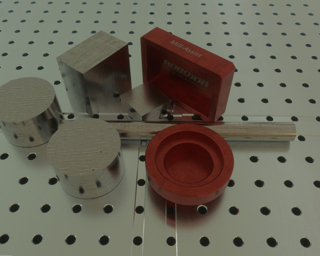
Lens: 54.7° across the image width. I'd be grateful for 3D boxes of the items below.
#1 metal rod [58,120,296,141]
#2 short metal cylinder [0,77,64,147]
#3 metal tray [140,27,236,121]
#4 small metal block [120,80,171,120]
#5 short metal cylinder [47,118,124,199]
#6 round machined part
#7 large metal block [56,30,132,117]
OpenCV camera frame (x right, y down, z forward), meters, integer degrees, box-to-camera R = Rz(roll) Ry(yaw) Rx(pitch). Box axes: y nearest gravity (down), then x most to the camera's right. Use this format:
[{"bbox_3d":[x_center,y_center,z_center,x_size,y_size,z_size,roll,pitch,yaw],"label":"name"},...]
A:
[{"bbox_3d":[0.022,0.003,0.405,0.302,0.025,0.025,1,50,0],"label":"metal rod"},{"bbox_3d":[-0.173,-0.022,0.408,0.080,0.050,0.080,0,50,0],"label":"short metal cylinder"},{"bbox_3d":[0.033,-0.072,0.425,0.130,0.090,0.030,33,58,24],"label":"metal tray"},{"bbox_3d":[-0.020,-0.034,0.436,0.050,0.025,0.050,-32,57,-24],"label":"small metal block"},{"bbox_3d":[-0.084,0.035,0.361,0.080,0.050,0.080,0,50,0],"label":"short metal cylinder"},{"bbox_3d":[0.033,0.045,0.359,0.099,0.042,0.098,0,50,0],"label":"round machined part"},{"bbox_3d":[-0.088,-0.076,0.435,0.050,0.080,0.080,32,57,23],"label":"large metal block"}]
